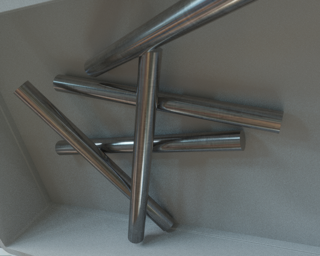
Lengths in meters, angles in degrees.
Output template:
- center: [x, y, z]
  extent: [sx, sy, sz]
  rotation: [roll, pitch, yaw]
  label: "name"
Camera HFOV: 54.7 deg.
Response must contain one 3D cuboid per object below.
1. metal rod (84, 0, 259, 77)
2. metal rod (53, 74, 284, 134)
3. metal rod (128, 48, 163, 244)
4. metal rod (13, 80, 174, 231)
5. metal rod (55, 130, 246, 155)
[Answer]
- center: [-0.007, -0.084, 0.280]
  extent: [0.299, 0.025, 0.025]
  rotation: [-4, 120, 57]
  label: "metal rod"
- center: [-0.006, -0.035, 0.388]
  extent: [0.301, 0.025, 0.025]
  rotation: [12, 123, 21]
  label: "metal rod"
- center: [-0.024, 0.043, 0.407]
  extent: [0.025, 0.025, 0.298]
  rotation: [17, 122, 18]
  label: "metal rod"
- center: [-0.085, 0.050, 0.451]
  extent: [0.025, 0.025, 0.300]
  rotation: [-29, 113, 37]
  label: "metal rod"
- center: [-0.033, 0.024, 0.438]
  extent: [0.300, 0.025, 0.025]
  rotation: [-4, 117, 29]
  label: "metal rod"
